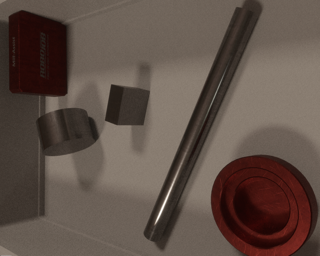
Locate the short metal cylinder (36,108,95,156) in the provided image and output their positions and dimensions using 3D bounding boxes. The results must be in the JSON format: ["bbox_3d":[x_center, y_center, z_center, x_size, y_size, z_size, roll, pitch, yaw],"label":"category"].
[{"bbox_3d":[-0.149,0.008,0.491,0.080,0.081,0.050,-29,72,36],"label":"short metal cylinder"}]

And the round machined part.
[{"bbox_3d":[0.104,0.075,0.309,0.098,0.042,0.097,0,90,39],"label":"round machined part"}]

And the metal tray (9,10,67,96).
[{"bbox_3d":[-0.206,-0.121,0.529,0.030,0.091,0.129,-1,90,36],"label":"metal tray"}]

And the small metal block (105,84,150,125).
[{"bbox_3d":[-0.044,-0.031,0.425,0.025,0.050,0.050,19,102,38],"label":"small metal block"}]

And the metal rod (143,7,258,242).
[{"bbox_3d":[0.041,0.010,0.371,0.025,0.025,0.298,33,110,35],"label":"metal rod"}]
